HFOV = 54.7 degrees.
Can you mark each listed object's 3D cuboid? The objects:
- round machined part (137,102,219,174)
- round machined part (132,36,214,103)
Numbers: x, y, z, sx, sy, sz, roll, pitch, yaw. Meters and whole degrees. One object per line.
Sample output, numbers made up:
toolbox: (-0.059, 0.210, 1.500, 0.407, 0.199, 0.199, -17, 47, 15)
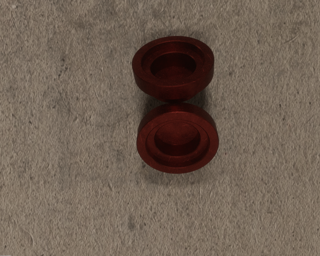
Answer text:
round machined part: (0.021, 0.008, 0.386, 0.099, 0.042, 0.097, 0, 127, 0)
round machined part: (0.017, -0.069, 0.385, 0.099, 0.042, 0.098, -3, 49, 4)
